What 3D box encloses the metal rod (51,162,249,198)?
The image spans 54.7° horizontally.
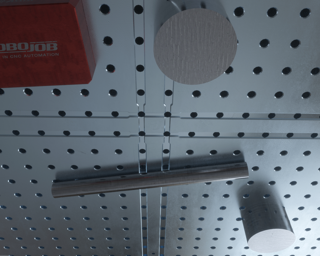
[{"bbox_3d":[-0.018,0.081,0.480,0.302,0.025,0.025,-7,130,5],"label":"metal rod"}]

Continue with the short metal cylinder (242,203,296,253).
[{"bbox_3d":[0.191,0.179,0.551,0.081,0.050,0.079,0,130,0],"label":"short metal cylinder"}]

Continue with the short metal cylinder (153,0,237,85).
[{"bbox_3d":[0.034,-0.092,0.318,0.081,0.050,0.079,-1,130,0],"label":"short metal cylinder"}]

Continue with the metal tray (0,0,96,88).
[{"bbox_3d":[-0.143,-0.090,0.330,0.131,0.030,0.089,-3,130,1],"label":"metal tray"}]
